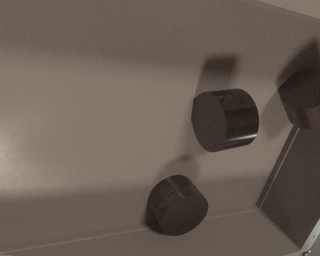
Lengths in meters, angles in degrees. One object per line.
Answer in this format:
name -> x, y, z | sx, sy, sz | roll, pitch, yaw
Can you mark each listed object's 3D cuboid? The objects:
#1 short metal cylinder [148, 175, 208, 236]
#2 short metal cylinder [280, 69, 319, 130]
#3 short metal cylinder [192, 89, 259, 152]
short metal cylinder -> 0.028, 0.121, 0.485 | 0.081, 0.050, 0.079 | -14, 125, -21
short metal cylinder -> 0.232, -0.044, 0.476 | 0.080, 0.080, 0.050 | -39, 130, -2
short metal cylinder -> 0.085, -0.011, 0.415 | 0.050, 0.080, 0.079 | -9, 123, -24
